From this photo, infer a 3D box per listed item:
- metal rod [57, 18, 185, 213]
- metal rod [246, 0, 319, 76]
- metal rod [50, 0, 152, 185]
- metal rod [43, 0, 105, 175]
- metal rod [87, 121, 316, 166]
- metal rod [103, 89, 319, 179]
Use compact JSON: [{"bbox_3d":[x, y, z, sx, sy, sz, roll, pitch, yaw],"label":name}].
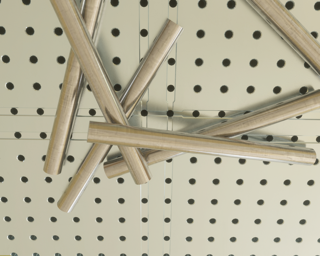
[{"bbox_3d":[-0.060,-0.005,0.411,0.025,0.025,0.299,30,107,-11],"label":"metal rod"},{"bbox_3d":[0.165,-0.110,0.373,0.301,0.025,0.025,39,105,-13],"label":"metal rod"},{"bbox_3d":[-0.075,-0.063,0.361,0.025,0.025,0.299,-20,109,7],"label":"metal rod"},{"bbox_3d":[-0.103,-0.074,0.385,0.025,0.025,0.298,17,109,-6],"label":"metal rod"},{"bbox_3d":[0.063,0.022,0.390,0.302,0.025,0.025,7,111,-15],"label":"metal rod"},{"bbox_3d":[0.067,0.010,0.417,0.301,0.025,0.025,-19,109,7],"label":"metal rod"}]
